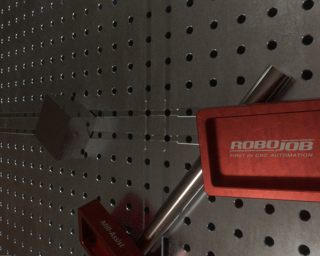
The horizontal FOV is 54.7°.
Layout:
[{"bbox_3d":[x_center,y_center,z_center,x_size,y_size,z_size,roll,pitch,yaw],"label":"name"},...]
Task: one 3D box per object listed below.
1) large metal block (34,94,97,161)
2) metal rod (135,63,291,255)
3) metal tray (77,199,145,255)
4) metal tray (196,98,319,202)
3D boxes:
[{"bbox_3d":[-0.161,-0.003,0.523,0.080,0.050,0.079,37,113,33],"label":"large metal block"},{"bbox_3d":[0.046,0.056,0.370,0.025,0.025,0.298,48,118,29],"label":"metal rod"},{"bbox_3d":[-0.069,0.175,0.439,0.130,0.030,0.089,39,136,33],"label":"metal tray"},{"bbox_3d":[0.104,0.021,0.297,0.130,0.030,0.089,-4,96,30],"label":"metal tray"}]
